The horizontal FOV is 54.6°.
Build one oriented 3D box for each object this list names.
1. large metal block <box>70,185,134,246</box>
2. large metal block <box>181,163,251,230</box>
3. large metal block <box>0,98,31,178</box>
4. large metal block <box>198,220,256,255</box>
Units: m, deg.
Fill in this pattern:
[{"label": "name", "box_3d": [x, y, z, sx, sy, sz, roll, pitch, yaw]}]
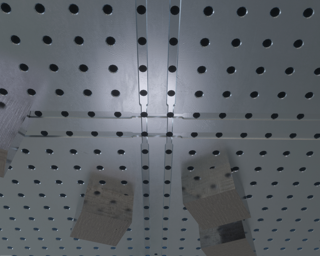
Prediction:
[{"label": "large metal block", "box_3d": [-0.097, 0.149, 0.521, 0.080, 0.050, 0.080, 18, 128, -15]}, {"label": "large metal block", "box_3d": [0.088, 0.110, 0.489, 0.080, 0.050, 0.080, -21, 127, 17]}, {"label": "large metal block", "box_3d": [-0.215, 0.005, 0.378, 0.080, 0.080, 0.050, 18, 128, -15]}, {"label": "large metal block", "box_3d": [0.125, 0.209, 0.574, 0.080, 0.050, 0.080, -20, 128, 16]}]
